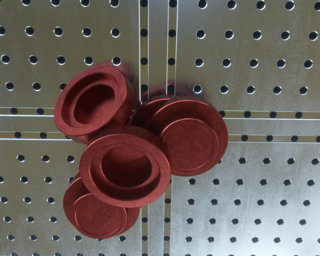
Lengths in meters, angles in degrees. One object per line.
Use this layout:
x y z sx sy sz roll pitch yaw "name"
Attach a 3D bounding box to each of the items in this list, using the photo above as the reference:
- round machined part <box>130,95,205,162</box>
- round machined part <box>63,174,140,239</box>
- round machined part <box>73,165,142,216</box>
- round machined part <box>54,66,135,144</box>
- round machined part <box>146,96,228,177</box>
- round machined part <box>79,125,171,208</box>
0.010 0.011 0.386 0.099 0.042 0.097 0 110 0 "round machined part"
-0.074 0.101 0.396 0.099 0.042 0.097 0 110 0 "round machined part"
-0.067 0.085 0.413 0.099 0.042 0.097 0 110 0 "round machined part"
-0.074 -0.024 0.375 0.098 0.098 0.042 -26 143 9 "round machined part"
0.031 0.015 0.364 0.099 0.042 0.097 0 110 0 "round machined part"
-0.036 0.039 0.350 0.098 0.042 0.097 1 118 2 "round machined part"
